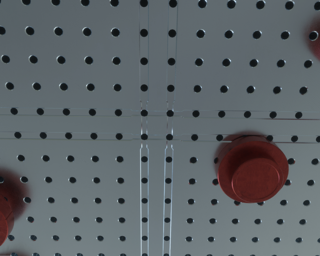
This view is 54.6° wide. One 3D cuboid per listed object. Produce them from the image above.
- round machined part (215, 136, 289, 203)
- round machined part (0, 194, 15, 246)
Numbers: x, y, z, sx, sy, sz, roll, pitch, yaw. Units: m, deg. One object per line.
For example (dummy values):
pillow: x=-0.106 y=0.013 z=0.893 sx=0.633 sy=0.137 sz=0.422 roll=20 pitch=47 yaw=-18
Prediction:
round machined part: x=0.129 y=0.063 z=0.428 sx=0.099 sy=0.042 sz=0.097 roll=0 pitch=110 yaw=0
round machined part: x=-0.261 y=0.128 z=0.449 sx=0.099 sy=0.042 sz=0.097 roll=0 pitch=110 yaw=0
